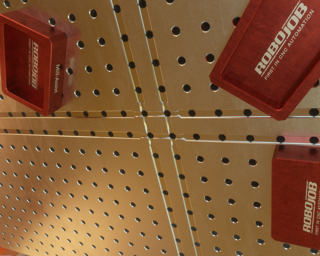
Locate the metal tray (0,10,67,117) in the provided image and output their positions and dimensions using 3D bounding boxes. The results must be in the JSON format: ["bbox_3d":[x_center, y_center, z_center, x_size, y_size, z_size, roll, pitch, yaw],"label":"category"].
[{"bbox_3d":[-0.186,-0.090,0.451,0.090,0.030,0.129,27,128,11],"label":"metal tray"}]

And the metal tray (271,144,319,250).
[{"bbox_3d":[0.181,0.085,0.366,0.090,0.030,0.129,4,121,26],"label":"metal tray"}]

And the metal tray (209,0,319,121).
[{"bbox_3d":[0.116,-0.080,0.296,0.090,0.030,0.129,32,129,7],"label":"metal tray"}]
